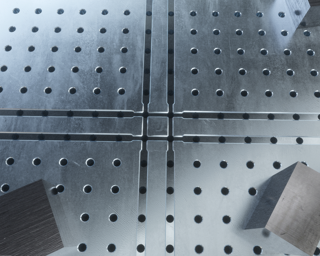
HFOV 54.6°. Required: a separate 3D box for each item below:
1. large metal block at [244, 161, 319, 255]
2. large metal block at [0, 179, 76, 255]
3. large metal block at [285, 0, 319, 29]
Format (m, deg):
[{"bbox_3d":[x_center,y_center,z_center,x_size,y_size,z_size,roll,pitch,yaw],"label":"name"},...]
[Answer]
[{"bbox_3d":[0.146,0.093,0.350,0.050,0.080,0.080,31,73,11],"label":"large metal block"},{"bbox_3d":[-0.154,0.115,0.356,0.080,0.050,0.080,-23,72,-8],"label":"large metal block"},{"bbox_3d":[0.245,-0.205,0.475,0.080,0.050,0.080,-8,70,-3],"label":"large metal block"}]
